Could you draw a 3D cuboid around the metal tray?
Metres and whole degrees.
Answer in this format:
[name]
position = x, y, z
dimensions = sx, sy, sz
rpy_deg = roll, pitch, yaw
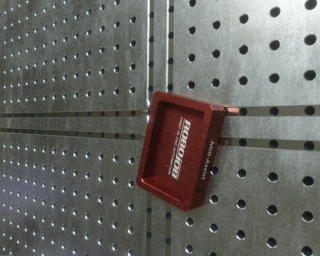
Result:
[metal tray]
position = 0.022, 0.026, 0.388
dimensions = 0.090, 0.030, 0.129
rpy_deg = 20, 103, 38
